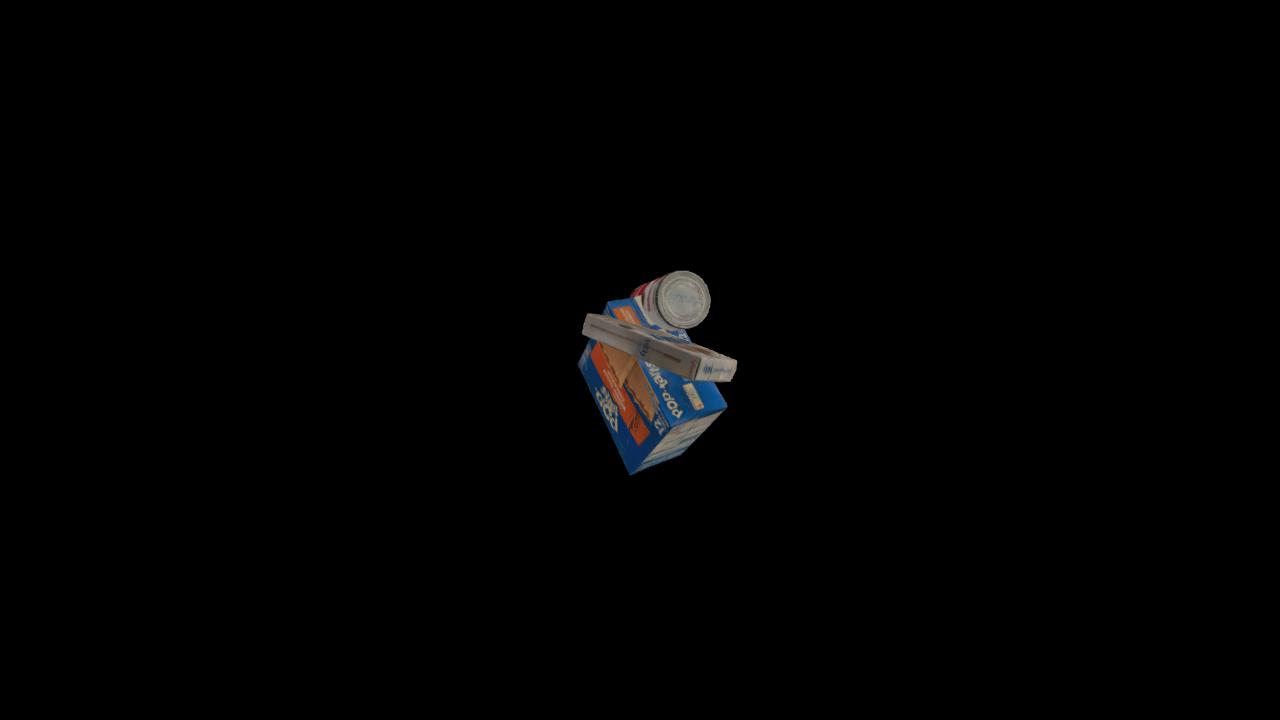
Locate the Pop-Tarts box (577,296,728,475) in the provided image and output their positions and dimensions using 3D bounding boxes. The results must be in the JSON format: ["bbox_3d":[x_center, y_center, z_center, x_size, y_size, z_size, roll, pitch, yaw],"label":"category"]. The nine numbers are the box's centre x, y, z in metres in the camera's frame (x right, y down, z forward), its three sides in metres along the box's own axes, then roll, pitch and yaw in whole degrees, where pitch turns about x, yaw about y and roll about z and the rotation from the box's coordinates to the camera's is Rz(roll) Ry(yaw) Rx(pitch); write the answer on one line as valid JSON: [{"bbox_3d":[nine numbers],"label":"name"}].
[{"bbox_3d":[0.007,0.028,0.741,0.083,0.167,0.141,-14,-24,-29],"label":"Pop-Tarts box"}]

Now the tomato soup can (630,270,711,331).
[{"bbox_3d":[0.033,-0.065,0.723,0.068,0.068,0.101,0,-1,-20],"label":"tomato soup can"}]

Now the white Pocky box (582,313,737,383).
[{"bbox_3d":[0.019,-0.014,0.663,0.154,0.028,0.084,23,11,33],"label":"white Pocky box"}]
